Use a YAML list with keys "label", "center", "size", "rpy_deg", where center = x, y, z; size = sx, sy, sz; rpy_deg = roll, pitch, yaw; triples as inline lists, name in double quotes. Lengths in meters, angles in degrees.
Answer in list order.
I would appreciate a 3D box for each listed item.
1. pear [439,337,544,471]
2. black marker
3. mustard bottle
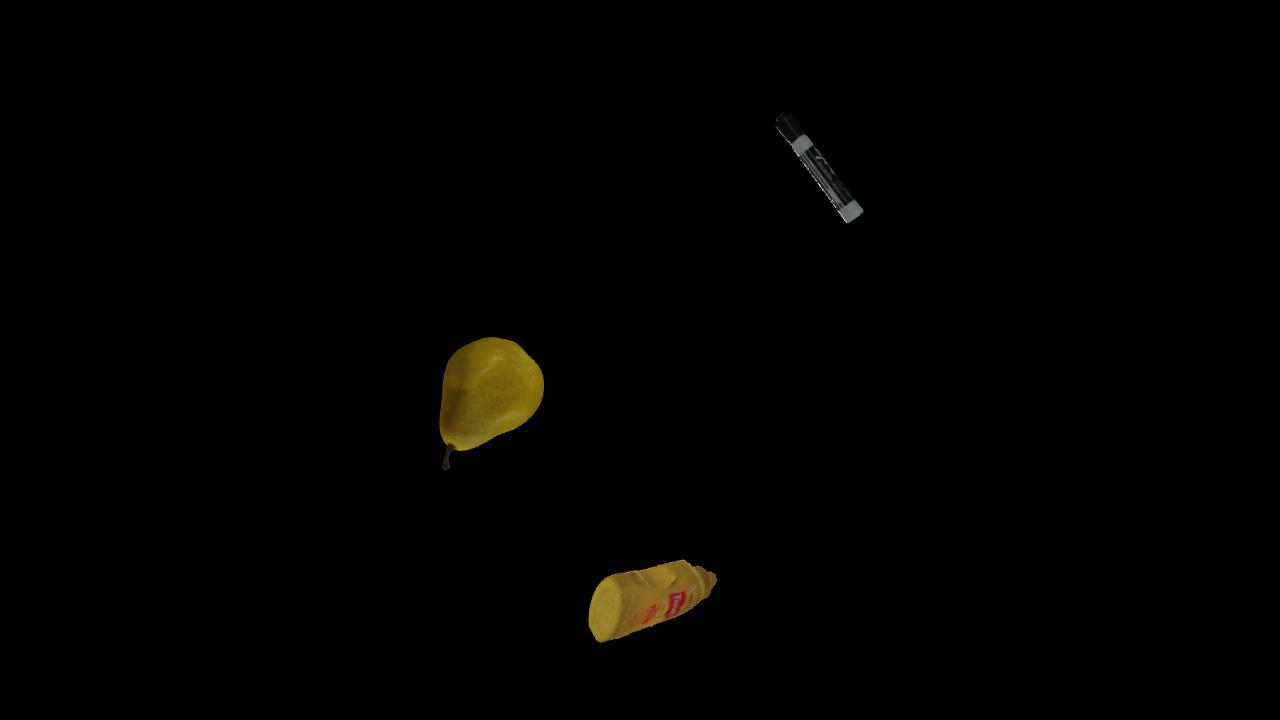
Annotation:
- label: "pear"
  center: [-0.130, 0.035, 0.485]
  size: [0.080, 0.080, 0.111]
  rpy_deg: [0, 38, 43]
- label: "black marker"
  center: [0.168, -0.183, 0.583]
  size: [0.020, 0.121, 0.020]
  rpy_deg: [-38, 3, 2]
- label: "mustard bottle"
  center: [0.028, 0.295, 0.779]
  size: [0.184, 0.092, 0.054]
  rpy_deg: [1, 24, -38]
